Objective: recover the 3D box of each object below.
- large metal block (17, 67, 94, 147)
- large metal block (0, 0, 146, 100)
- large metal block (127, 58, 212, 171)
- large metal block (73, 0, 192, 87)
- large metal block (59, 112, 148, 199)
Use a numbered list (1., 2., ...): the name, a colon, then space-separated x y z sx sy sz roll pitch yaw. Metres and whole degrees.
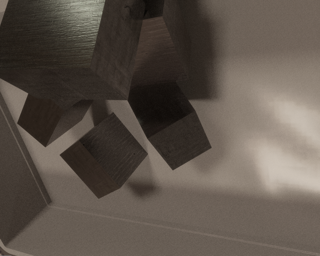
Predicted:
1. large metal block: -0.136 -0.032 0.423 0.050 0.080 0.080 41 129 0
2. large metal block: -0.063 -0.067 0.222 0.080 0.080 0.050 3 164 21
3. large metal block: 0.007 -0.013 0.334 0.050 0.080 0.080 -31 145 2
4. large metal block: -0.021 -0.084 0.290 0.080 0.050 0.080 -4 150 19
5. large metal block: -0.076 0.037 0.434 0.050 0.080 0.080 -32 101 38
